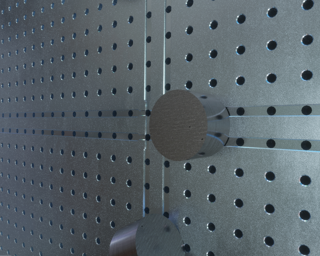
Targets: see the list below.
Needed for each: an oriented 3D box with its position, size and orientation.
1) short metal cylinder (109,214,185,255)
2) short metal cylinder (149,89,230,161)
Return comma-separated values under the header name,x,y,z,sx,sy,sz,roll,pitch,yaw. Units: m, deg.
name,x,y,z,sx,sy,sz,roll,pitch,yaw
short metal cylinder,-0.015,0.153,0.384,0.050,0.081,0.080,-35,69,34
short metal cylinder,0.034,-0.003,0.363,0.080,0.050,0.079,0,90,39
